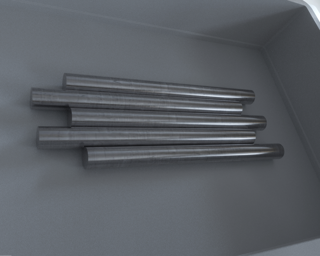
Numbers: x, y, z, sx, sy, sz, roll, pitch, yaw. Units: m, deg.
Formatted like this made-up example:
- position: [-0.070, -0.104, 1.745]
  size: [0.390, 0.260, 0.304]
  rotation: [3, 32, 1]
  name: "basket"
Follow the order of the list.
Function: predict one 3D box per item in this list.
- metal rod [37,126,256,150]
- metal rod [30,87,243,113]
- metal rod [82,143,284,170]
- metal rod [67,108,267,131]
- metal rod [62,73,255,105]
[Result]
- position: [0.004, 0.012, 0.400]
  size: [0.303, 0.025, 0.025]
  rotation: [1, 62, -28]
  name: "metal rod"
- position: [-0.011, -0.032, 0.419]
  size: [0.303, 0.025, 0.025]
  rotation: [1, 62, -28]
  name: "metal rod"
- position: [0.051, 0.035, 0.412]
  size: [0.303, 0.025, 0.025]
  rotation: [1, 62, -28]
  name: "metal rod"
- position: [0.029, -0.009, 0.427]
  size: [0.303, 0.025, 0.025]
  rotation: [1, 62, -28]
  name: "metal rod"
- position: [0.017, -0.053, 0.447]
  size: [0.303, 0.025, 0.025]
  rotation: [1, 62, -28]
  name: "metal rod"
